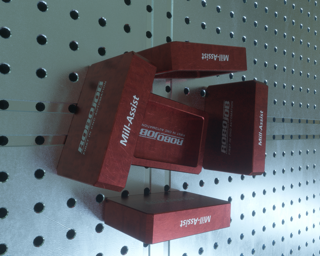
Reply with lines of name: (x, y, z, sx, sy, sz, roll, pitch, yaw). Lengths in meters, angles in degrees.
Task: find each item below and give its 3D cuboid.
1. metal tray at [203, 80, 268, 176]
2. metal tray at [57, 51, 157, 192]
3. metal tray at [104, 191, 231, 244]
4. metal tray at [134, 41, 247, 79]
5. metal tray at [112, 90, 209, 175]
metal tray: (0.108, 0.000, 0.456, 0.030, 0.090, 0.129, 6, 86, -40)
metal tray: (-0.057, -0.007, 0.318, 0.030, 0.090, 0.130, 23, 75, -37)
metal tray: (0.011, 0.102, 0.376, 0.131, 0.090, 0.030, 5, 87, -39)
metal tray: (0.036, -0.083, 0.395, 0.131, 0.090, 0.030, -8, 96, -39)
metal tray: (0.006, 0.009, 0.409, 0.131, 0.030, 0.090, 14, 81, -39)
